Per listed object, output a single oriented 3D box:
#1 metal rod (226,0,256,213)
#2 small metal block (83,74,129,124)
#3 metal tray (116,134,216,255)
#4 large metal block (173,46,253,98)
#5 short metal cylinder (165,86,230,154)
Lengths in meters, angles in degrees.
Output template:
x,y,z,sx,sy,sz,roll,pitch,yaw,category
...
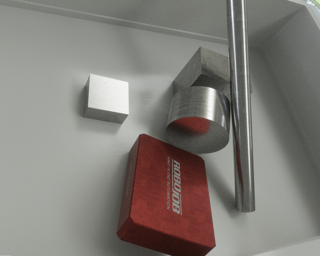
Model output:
x,y,z,sx,sy,sz,roll,pitch,yaw,category
0.103,-0.042,0.397,0.025,0.025,0.298,-6,94,-31,metal rod
-0.068,-0.036,0.392,0.050,0.025,0.050,10,57,-23,small metal block
0.008,0.070,0.338,0.090,0.030,0.130,23,33,-14,metal tray
0.073,-0.061,0.449,0.081,0.080,0.050,16,56,-20,large metal block
0.051,-0.009,0.405,0.080,0.080,0.050,23,53,-15,short metal cylinder
